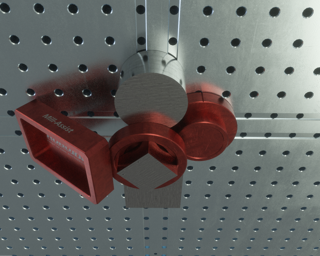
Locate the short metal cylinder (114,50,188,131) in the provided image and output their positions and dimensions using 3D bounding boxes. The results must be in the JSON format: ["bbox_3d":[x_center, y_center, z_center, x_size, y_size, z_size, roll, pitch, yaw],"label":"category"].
[{"bbox_3d":[-0.010,-0.042,0.359,0.081,0.050,0.079,0,130,0],"label":"short metal cylinder"}]

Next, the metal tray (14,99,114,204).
[{"bbox_3d":[-0.118,0.028,0.384,0.130,0.030,0.089,26,136,26],"label":"metal tray"}]

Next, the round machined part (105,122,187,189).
[{"bbox_3d":[-0.017,0.030,0.388,0.099,0.042,0.097,0,130,0],"label":"round machined part"}]

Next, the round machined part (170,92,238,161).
[{"bbox_3d":[0.052,0.005,0.404,0.099,0.042,0.097,0,130,0],"label":"round machined part"}]

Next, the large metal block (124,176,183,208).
[{"bbox_3d":[-0.010,0.072,0.453,0.081,0.050,0.079,0,130,-1],"label":"large metal block"}]

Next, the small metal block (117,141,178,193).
[{"bbox_3d":[-0.015,0.046,0.369,0.050,0.025,0.050,-34,123,25],"label":"small metal block"}]
